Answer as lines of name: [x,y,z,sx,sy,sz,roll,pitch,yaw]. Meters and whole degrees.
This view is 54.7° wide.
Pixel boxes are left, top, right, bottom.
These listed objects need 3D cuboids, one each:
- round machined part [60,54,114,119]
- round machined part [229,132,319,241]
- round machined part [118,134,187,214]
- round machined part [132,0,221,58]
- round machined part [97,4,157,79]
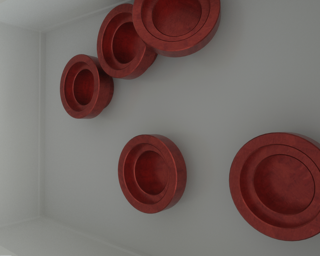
round machined part: [-0.110,-0.063,0.484,0.098,0.042,0.097,0,90,39]
round machined part: [0.120,0.053,0.296,0.098,0.042,0.097,0,90,39]
round machined part: [-0.005,0.056,0.398,0.098,0.042,0.097,0,90,39]
round machined part: [0.021,-0.128,0.360,0.098,0.042,0.097,-2,82,12]
round machined part: [-0.039,-0.115,0.426,0.098,0.042,0.097,0,90,40]
